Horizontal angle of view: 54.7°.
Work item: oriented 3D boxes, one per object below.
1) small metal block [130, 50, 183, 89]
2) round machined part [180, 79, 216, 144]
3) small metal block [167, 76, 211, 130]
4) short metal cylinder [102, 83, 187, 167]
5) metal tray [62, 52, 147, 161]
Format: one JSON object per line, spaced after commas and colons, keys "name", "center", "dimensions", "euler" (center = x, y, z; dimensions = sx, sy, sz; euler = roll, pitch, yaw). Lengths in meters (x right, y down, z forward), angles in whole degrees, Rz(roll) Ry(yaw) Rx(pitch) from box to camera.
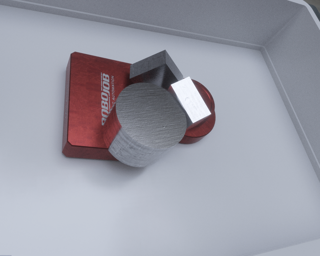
{"name": "small metal block", "center": [-0.003, -0.065, 0.394], "dimensions": [0.050, 0.050, 0.025], "euler": [47, 32, -46]}
{"name": "round machined part", "center": [0.037, -0.031, 0.432], "dimensions": [0.099, 0.042, 0.098], "euler": [14, 56, -21]}
{"name": "small metal block", "center": [0.030, -0.026, 0.371], "dimensions": [0.025, 0.050, 0.050], "euler": [-27, 83, -18]}
{"name": "short metal cylinder", "center": [-0.018, -0.003, 0.342], "dimensions": [0.081, 0.050, 0.080], "euler": [14, 56, -21]}
{"name": "metal tray", "center": [-0.068, -0.027, 0.378], "dimensions": [0.091, 0.030, 0.130], "euler": [8, 58, -25]}
